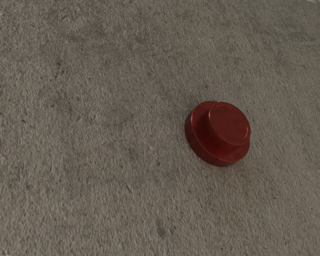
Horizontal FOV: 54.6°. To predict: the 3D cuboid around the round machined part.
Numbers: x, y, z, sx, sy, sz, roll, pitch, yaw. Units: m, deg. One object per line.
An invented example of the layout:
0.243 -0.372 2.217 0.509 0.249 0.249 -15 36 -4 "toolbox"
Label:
0.088 0.002 0.438 0.099 0.042 0.098 13 56 -21 "round machined part"
